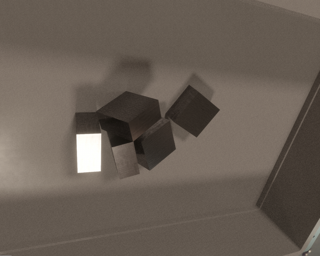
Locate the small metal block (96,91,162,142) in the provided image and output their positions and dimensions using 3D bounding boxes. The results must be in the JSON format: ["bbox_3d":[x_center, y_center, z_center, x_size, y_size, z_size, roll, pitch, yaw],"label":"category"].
[{"bbox_3d":[-0.035,-0.015,0.354,0.050,0.050,0.025,-41,136,-36],"label":"small metal block"}]

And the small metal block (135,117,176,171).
[{"bbox_3d":[-0.009,0.019,0.408,0.050,0.025,0.050,-37,133,-29],"label":"small metal block"}]

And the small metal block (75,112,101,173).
[{"bbox_3d":[-0.083,0.015,0.355,0.025,0.050,0.050,-2,120,-16],"label":"small metal block"}]

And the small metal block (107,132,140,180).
[{"bbox_3d":[-0.047,0.026,0.383,0.025,0.050,0.050,-15,125,-11],"label":"small metal block"}]

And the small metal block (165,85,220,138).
[{"bbox_3d":[0.045,-0.022,0.421,0.050,0.025,0.050,33,100,-39],"label":"small metal block"}]
